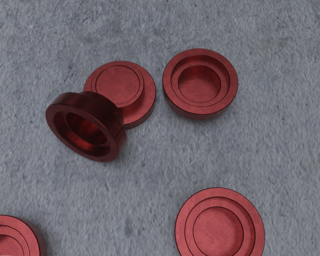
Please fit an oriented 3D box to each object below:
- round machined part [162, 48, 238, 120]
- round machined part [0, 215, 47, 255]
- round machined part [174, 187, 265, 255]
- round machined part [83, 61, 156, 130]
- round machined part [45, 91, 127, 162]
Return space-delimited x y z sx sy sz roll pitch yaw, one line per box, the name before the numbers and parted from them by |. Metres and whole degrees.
round machined part | 0.052 -0.055 0.420 0.099 0.042 0.098 0 70 -1
round machined part | -0.175 0.148 0.343 0.099 0.042 0.098 0 70 -1
round machined part | 0.065 0.120 0.356 0.099 0.042 0.098 0 70 -1
round machined part | -0.055 -0.049 0.416 0.099 0.042 0.098 0 70 -1
round machined part | -0.083 -0.006 0.374 0.098 0.097 0.042 24 53 8
